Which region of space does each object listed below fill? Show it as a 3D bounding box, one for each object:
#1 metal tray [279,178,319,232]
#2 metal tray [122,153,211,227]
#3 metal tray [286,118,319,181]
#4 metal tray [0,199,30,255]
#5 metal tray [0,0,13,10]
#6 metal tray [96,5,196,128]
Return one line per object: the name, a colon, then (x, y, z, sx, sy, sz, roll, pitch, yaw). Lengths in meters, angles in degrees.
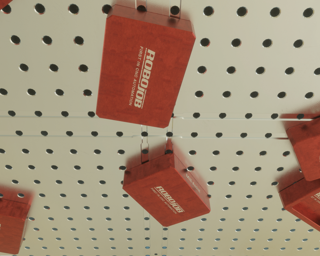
metal tray: (0.276, 0.125, 0.516, 0.130, 0.030, 0.090, 33, 123, -25)
metal tray: (0.013, 0.104, 0.496, 0.090, 0.030, 0.130, -25, 126, 19)
metal tray: (0.253, 0.018, 0.425, 0.130, 0.030, 0.090, -23, 127, 18)
metal tray: (-0.291, 0.176, 0.556, 0.091, 0.030, 0.129, 17, 128, -14)
metal tray: (-0.197, -0.139, 0.288, 0.130, 0.030, 0.090, -26, 126, 20)
metal tray: (-0.021, -0.063, 0.354, 0.091, 0.030, 0.129, 9, 130, -8)
